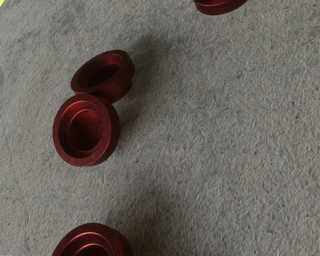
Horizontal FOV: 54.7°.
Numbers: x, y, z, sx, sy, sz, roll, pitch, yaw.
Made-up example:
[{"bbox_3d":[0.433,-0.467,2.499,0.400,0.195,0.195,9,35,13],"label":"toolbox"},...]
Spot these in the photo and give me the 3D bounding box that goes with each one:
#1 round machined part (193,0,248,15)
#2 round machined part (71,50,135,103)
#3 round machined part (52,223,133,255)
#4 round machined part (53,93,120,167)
[{"bbox_3d":[0.095,-0.227,0.483,0.098,0.042,0.098,-13,56,21],"label":"round machined part"},{"bbox_3d":[-0.082,-0.072,0.472,0.098,0.042,0.098,-16,43,16],"label":"round machined part"},{"bbox_3d":[-0.070,0.156,0.334,0.098,0.042,0.098,-13,56,21],"label":"round machined part"},{"bbox_3d":[-0.096,0.004,0.427,0.098,0.042,0.097,-3,83,25],"label":"round machined part"}]
